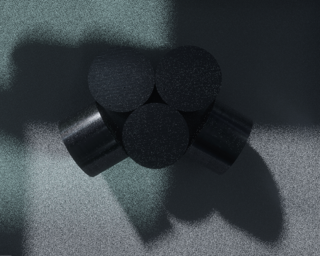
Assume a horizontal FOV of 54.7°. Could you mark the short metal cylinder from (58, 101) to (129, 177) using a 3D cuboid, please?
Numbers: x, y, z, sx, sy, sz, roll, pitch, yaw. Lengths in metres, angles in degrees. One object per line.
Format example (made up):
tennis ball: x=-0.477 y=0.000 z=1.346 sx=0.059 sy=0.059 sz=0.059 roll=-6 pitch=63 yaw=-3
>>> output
short metal cylinder: x=-0.079 y=0.013 z=0.382 sx=0.050 sy=0.080 sz=0.080 roll=-30 pitch=90 yaw=0

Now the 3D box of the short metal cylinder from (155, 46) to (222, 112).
short metal cylinder: x=0.034 y=-0.060 z=0.397 sx=0.081 sy=0.050 sz=0.080 roll=0 pitch=90 yaw=0

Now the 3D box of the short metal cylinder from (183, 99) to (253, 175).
short metal cylinder: x=0.070 y=0.011 z=0.382 sx=0.050 sy=0.080 sz=0.080 roll=30 pitch=90 yaw=0

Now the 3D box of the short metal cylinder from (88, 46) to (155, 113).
short metal cylinder: x=-0.046 y=-0.059 z=0.397 sx=0.081 sy=0.050 sz=0.080 roll=0 pitch=90 yaw=0

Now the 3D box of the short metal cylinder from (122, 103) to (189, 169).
short metal cylinder: x=-0.005 y=0.009 z=0.397 sx=0.081 sy=0.050 sz=0.080 roll=0 pitch=90 yaw=0
